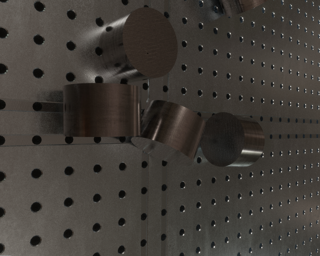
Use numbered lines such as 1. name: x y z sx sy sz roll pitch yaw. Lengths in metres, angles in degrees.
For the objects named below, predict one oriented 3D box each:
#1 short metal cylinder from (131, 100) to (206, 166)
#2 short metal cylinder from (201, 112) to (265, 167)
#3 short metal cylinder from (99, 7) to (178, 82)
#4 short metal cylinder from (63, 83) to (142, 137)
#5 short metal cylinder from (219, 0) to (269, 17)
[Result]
1. short metal cylinder: 0.011 0.008 0.385 0.080 0.080 0.050 36 68 -35
2. short metal cylinder: 0.108 0.019 0.467 0.050 0.080 0.080 7 86 -40
3. short metal cylinder: -0.025 -0.098 0.373 0.081 0.050 0.079 0 90 -40
4. short metal cylinder: -0.060 -0.017 0.325 0.081 0.080 0.050 -1 91 -40
5. short metal cylinder: 0.131 -0.216 0.486 0.080 0.080 0.050 -42 116 -32
